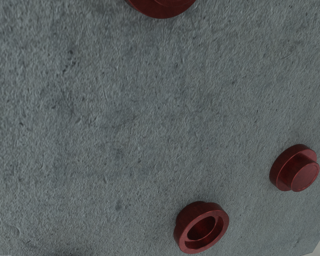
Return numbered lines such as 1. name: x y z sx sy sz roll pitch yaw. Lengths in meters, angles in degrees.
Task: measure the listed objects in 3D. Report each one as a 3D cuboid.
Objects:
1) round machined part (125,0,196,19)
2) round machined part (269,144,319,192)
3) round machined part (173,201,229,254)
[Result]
1. round machined part: 0.006 -0.157 0.302 0.099 0.042 0.097 -14 124 -21
2. round machined part: 0.262 0.083 0.590 0.099 0.042 0.097 -14 124 -21
3. round machined part: 0.066 0.166 0.534 0.099 0.042 0.097 -14 124 -21
